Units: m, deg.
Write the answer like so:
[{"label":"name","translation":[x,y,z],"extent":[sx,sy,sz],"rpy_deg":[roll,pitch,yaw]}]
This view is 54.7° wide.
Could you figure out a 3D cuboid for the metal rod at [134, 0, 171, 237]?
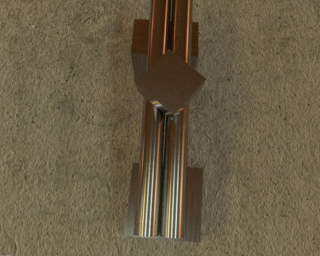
[{"label":"metal rod","translation":[-0.005,-0.037,0.346],"extent":[0.025,0.025,0.299],"rpy_deg":[3,77,1]}]

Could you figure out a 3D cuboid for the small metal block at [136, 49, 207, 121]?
[{"label":"small metal block","translation":[0.011,-0.045,0.322],"extent":[0.050,0.025,0.050],"rpy_deg":[41,80,7]}]

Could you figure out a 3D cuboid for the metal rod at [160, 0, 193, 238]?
[{"label":"metal rod","translation":[0.021,-0.036,0.345],"extent":[0.025,0.025,0.299],"rpy_deg":[3,77,1]}]

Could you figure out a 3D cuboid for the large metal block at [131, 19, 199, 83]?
[{"label":"large metal block","translation":[0.007,-0.098,0.416],"extent":[0.080,0.080,0.050],"rpy_deg":[3,70,1]}]

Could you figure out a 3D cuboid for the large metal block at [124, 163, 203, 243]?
[{"label":"large metal block","translation":[0.006,0.088,0.363],"extent":[0.080,0.050,0.080],"rpy_deg":[5,70,1]}]
